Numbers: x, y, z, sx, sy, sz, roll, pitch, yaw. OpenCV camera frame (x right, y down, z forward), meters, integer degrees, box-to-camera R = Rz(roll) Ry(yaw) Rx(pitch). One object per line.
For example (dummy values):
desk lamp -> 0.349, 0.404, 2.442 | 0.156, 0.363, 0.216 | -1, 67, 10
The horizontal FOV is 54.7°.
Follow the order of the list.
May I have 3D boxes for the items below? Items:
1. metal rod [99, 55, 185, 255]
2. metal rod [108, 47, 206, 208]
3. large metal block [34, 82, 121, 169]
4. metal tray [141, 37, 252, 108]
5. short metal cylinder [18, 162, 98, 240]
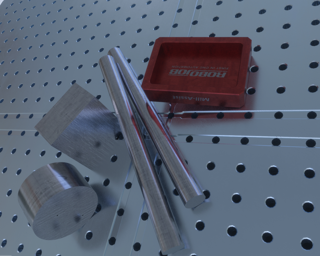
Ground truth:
metal rod -> -0.035, 0.011, 0.403 | 0.025, 0.025, 0.299 | -29, 56, 9
metal rod -> -0.019, -0.022, 0.430 | 0.025, 0.025, 0.300 | -34, 52, 6
large metal block -> -0.107, -0.002, 0.428 | 0.050, 0.080, 0.080 | 34, 81, 38
metal tray -> 0.050, -0.077, 0.410 | 0.130, 0.030, 0.090 | 6, 64, 19
short metal cylinder -> -0.125, 0.089, 0.382 | 0.080, 0.080, 0.050 | -47, 52, -5
